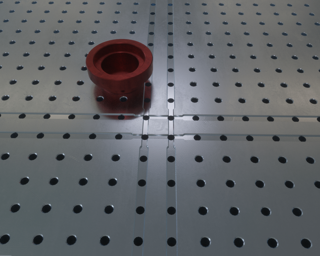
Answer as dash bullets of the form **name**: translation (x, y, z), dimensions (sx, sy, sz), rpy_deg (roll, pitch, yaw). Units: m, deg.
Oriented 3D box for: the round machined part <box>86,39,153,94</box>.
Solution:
- **round machined part**: translation (-0.060, -0.090, 0.472), dimensions (0.099, 0.042, 0.098), rpy_deg (0, 50, 0)
